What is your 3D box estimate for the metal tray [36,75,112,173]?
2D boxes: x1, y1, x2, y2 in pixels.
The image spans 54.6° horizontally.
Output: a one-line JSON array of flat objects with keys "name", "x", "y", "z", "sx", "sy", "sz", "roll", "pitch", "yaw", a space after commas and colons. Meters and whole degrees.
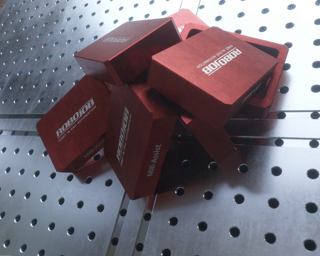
[{"name": "metal tray", "x": -0.110, "y": -0.009, "z": 0.440, "sx": 0.130, "sy": 0.030, "sz": 0.090, "roll": -41, "pitch": 66, "yaw": 15}]

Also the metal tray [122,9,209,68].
[{"name": "metal tray", "x": 0.007, "y": -0.117, "z": 0.450, "sx": 0.131, "sy": 0.030, "sz": 0.090, "roll": -28, "pitch": 53, "yaw": -8}]

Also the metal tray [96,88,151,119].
[{"name": "metal tray", "x": -0.067, "y": -0.051, "z": 0.472, "sx": 0.130, "sy": 0.030, "sz": 0.090, "roll": -43, "pitch": 51, "yaw": -2}]

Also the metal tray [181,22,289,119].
[{"name": "metal tray", "x": 0.079, "y": -0.073, "z": 0.381, "sx": 0.130, "sy": 0.030, "sz": 0.090, "roll": 19, "pitch": 70, "yaw": 14}]

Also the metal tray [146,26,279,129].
[{"name": "metal tray", "x": 0.060, "y": -0.061, "z": 0.331, "sx": 0.090, "sy": 0.030, "sz": 0.131, "roll": 35, "pitch": 45, "yaw": 18}]

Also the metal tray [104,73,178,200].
[{"name": "metal tray", "x": -0.029, "y": 0.008, "z": 0.360, "sx": 0.030, "sy": 0.129, "sz": 0.090, "roll": -11, "pitch": 44, "yaw": -31}]

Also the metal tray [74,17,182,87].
[{"name": "metal tray", "x": -0.044, "y": -0.095, "z": 0.374, "sx": 0.090, "sy": 0.030, "sz": 0.130, "roll": -38, "pitch": 29, "yaw": -15}]

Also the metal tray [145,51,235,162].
[{"name": "metal tray", "x": 0.028, "y": -0.028, "z": 0.370, "sx": 0.030, "sy": 0.090, "sz": 0.130, "roll": -39, "pitch": 50, "yaw": 3}]
